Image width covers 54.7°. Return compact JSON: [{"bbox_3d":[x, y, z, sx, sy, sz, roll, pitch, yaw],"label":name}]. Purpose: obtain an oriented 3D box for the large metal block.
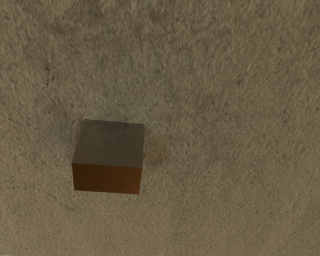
[{"bbox_3d":[-0.063,0.036,0.401,0.081,0.080,0.050,5,130,-5],"label":"large metal block"}]
